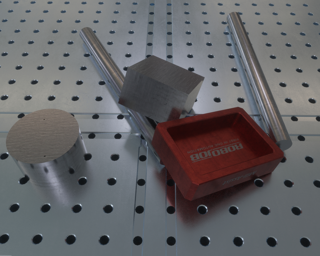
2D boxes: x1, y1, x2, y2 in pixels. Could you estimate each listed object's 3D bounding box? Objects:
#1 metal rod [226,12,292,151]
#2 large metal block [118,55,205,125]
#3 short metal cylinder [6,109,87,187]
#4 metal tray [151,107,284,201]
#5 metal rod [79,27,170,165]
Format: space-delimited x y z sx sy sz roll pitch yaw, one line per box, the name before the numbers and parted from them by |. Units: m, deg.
metal rod | 0.145 -0.092 0.485 0.025 0.025 0.300 -2 50 -2
large metal block | 0.004 -0.050 0.409 0.080 0.050 0.080 25 30 10
short metal cylinder | -0.133 0.023 0.371 0.081 0.050 0.080 0 50 0
metal tray | 0.068 0.024 0.365 0.131 0.030 0.090 -12 50 -27
metal rod | -0.059 -0.065 0.461 0.025 0.025 0.300 -22 54 -18
